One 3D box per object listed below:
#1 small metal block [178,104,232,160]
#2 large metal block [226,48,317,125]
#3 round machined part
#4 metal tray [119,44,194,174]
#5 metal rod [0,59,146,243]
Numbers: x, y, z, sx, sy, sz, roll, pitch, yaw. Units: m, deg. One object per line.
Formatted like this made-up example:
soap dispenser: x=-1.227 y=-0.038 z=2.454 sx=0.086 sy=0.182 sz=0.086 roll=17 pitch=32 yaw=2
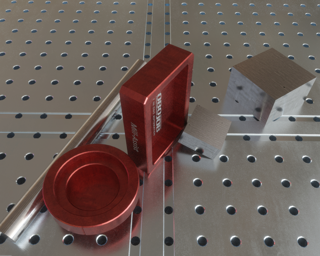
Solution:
small metal block: x=0.058 y=0.005 z=0.397 sx=0.050 sy=0.025 sz=0.050 roll=27 pitch=54 yaw=3
large metal block: x=0.157 y=-0.062 z=0.445 sx=0.081 sy=0.050 sz=0.080 roll=-27 pitch=55 yaw=-21
round machined part: x=-0.071 y=0.068 z=0.337 sx=0.099 sy=0.042 sz=0.098 roll=1 pitch=51 yaw=-2
metal tray: x=-0.001 y=-0.018 z=0.354 sx=0.030 sy=0.129 sz=0.090 roll=28 pitch=55 yaw=21
metal rod: x=-0.093 y=0.006 z=0.401 sx=0.025 sy=0.025 sz=0.301 roll=20 pitch=53 yaw=16
